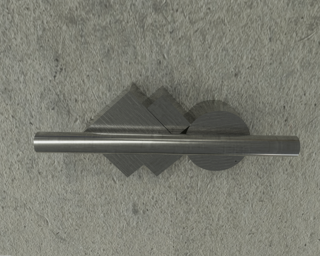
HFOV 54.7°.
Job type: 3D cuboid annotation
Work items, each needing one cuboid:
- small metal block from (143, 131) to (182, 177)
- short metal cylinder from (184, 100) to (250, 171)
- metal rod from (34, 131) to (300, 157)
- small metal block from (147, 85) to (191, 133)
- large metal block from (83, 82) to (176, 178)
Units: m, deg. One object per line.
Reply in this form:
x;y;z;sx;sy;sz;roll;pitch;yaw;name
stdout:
0.006;0.029;0.409;0.050;0.050;0.025;-40;106;13;small metal block
0.070;0.008;0.401;0.081;0.050;0.079;0;110;0;short metal cylinder
0.009;0.019;0.363;0.302;0.025;0.025;1;110;-1;metal rod
0.011;-0.022;0.390;0.025;0.050;0.050;-41;106;13;small metal block
-0.038;0.002;0.396;0.080;0.050;0.080;-40;106;13;large metal block
